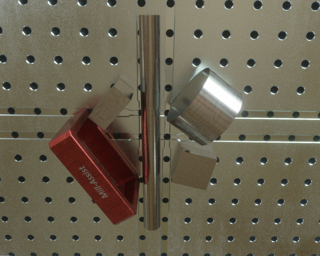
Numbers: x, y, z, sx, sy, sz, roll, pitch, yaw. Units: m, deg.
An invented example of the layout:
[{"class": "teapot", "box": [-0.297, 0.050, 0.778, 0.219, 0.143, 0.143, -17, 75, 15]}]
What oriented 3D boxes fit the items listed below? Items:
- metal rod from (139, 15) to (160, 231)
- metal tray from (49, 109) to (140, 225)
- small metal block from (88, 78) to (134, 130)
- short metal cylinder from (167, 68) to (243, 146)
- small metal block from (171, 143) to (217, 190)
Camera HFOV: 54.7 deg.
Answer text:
[{"class": "metal rod", "box": [-0.012, 0.007, 0.415, 0.025, 0.025, 0.298, 0, 110, 0]}, {"class": "metal tray", "box": [-0.076, 0.047, 0.394, 0.030, 0.090, 0.130, -31, 108, 10]}, {"class": "small metal block", "box": [-0.060, -0.031, 0.387, 0.025, 0.050, 0.050, 40, 105, -14]}, {"class": "short metal cylinder", "box": [0.053, -0.026, 0.375, 0.050, 0.080, 0.080, 36, 106, -13]}, {"class": "small metal block", "box": [0.047, 0.055, 0.435, 0.050, 0.025, 0.050, 14, 109, -6]}]
